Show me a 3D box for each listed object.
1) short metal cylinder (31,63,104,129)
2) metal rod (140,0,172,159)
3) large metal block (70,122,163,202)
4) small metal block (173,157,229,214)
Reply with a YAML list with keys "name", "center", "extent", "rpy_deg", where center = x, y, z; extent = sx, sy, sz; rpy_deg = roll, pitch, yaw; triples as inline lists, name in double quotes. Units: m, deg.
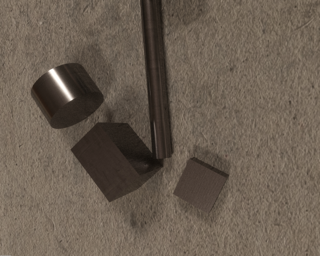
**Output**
- name: "short metal cylinder"
  center: [-0.125, -0.043, 0.422]
  extent: [0.080, 0.080, 0.050]
  rpy_deg: [-39, 78, 15]
- name: "metal rod"
  center: [-0.009, -0.109, 0.411]
  extent: [0.025, 0.025, 0.298]
  rpy_deg: [-5, 88, 19]
- name: "large metal block"
  center: [-0.052, 0.039, 0.397]
  extent: [0.050, 0.080, 0.080]
  rpy_deg: [-43, 77, 15]
- name: "small metal block"
  center: [0.052, 0.071, 0.390]
  extent: [0.050, 0.025, 0.050]
  rpy_deg: [27, 99, 17]
